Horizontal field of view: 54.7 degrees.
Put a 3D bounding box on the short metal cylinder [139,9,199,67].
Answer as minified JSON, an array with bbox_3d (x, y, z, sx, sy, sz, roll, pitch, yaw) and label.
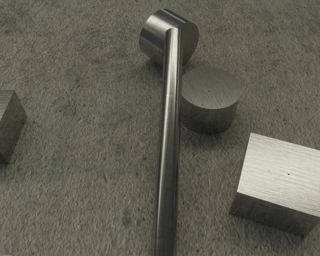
[{"bbox_3d":[0.015,-0.136,0.482,0.080,0.080,0.050,-34,58,-25],"label":"short metal cylinder"}]

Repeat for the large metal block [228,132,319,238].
[{"bbox_3d":[0.127,0.060,0.338,0.080,0.050,0.080,16,52,12],"label":"large metal block"}]

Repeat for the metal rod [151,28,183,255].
[{"bbox_3d":[0.011,0.003,0.360,0.025,0.025,0.299,3,63,2],"label":"metal rod"}]

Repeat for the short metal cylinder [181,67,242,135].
[{"bbox_3d":[0.065,-0.038,0.419,0.081,0.050,0.080,0,50,0],"label":"short metal cylinder"}]

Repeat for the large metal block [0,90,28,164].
[{"bbox_3d":[-0.226,-0.002,0.387,0.080,0.050,0.080,1,50,0],"label":"large metal block"}]
